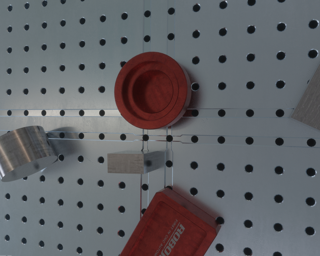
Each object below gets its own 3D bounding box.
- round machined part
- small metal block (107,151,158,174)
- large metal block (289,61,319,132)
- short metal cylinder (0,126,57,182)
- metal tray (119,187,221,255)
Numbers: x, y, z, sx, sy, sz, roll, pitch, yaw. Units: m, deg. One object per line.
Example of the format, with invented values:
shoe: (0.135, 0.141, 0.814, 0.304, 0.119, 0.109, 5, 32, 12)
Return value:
round machined part: (-0.006, -0.047, 0.406, 0.098, 0.042, 0.097, 0, 90, 19)
small metal block: (-0.035, 0.045, 0.412, 0.050, 0.050, 0.025, -1, 90, 20)
large metal block: (0.196, -0.029, 0.330, 0.080, 0.050, 0.080, 28, 99, 17)
short metal cylinder: (-0.200, 0.038, 0.454, 0.080, 0.080, 0.050, -31, 80, 17)
metal tray: (0.008, 0.157, 0.407, 0.090, 0.030, 0.129, 32, 100, 17)
